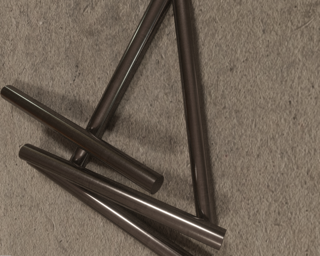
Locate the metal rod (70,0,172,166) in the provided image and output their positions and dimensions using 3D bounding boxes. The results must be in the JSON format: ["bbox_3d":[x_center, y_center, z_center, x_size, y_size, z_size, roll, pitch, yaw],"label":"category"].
[{"bbox_3d":[-0.049,-0.076,0.425,0.025,0.025,0.299,32,100,17],"label":"metal rod"}]

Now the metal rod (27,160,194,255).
[{"bbox_3d":[-0.069,0.115,0.432,0.301,0.025,0.025,29,99,17],"label":"metal rod"}]

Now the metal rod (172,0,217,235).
[{"bbox_3d":[0.044,-0.019,0.392,0.025,0.025,0.298,-7,88,19],"label":"metal rod"}]

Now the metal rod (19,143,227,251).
[{"bbox_3d":[-0.062,0.081,0.403,0.301,0.025,0.025,19,96,19],"label":"metal rod"}]

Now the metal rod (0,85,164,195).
[{"bbox_3d":[-0.122,0.005,0.425,0.300,0.025,0.025,27,99,27],"label":"metal rod"}]
